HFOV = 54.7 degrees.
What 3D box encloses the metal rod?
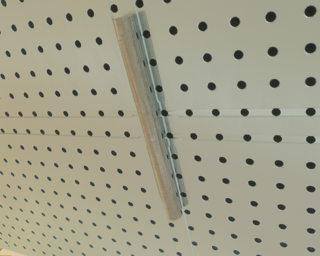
[{"bbox_3d":[-0.010,0.004,0.417,0.025,0.025,0.298,0,119,28],"label":"metal rod"}]
